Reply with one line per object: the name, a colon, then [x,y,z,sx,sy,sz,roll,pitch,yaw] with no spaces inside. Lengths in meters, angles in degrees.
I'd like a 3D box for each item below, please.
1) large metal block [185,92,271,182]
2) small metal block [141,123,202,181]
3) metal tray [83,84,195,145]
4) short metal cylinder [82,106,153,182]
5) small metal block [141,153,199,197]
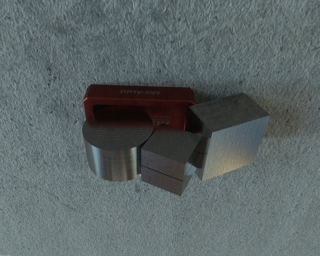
large metal block: [0.078,0.010,0.383,0.081,0.050,0.079,-15,134,-22]
small metal block: [0.013,0.025,0.345,0.050,0.050,0.025,19,131,18]
metal tray: [-0.025,-0.009,0.397,0.131,0.030,0.089,2,130,-2]
short metal cylinder: [-0.048,0.017,0.370,0.081,0.080,0.050,1,130,-1]
small metal block: [0.012,0.045,0.361,0.050,0.050,0.025,19,131,18]
